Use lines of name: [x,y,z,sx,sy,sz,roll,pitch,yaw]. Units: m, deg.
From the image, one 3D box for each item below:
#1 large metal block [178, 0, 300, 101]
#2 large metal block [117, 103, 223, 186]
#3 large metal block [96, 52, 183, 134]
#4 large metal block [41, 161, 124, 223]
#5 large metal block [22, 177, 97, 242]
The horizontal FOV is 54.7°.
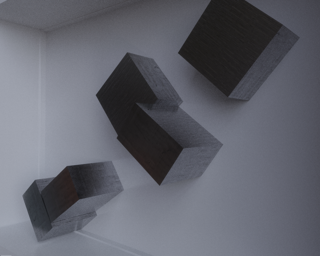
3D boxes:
large metal block: [0.079,-0.086,0.324,0.080,0.050,0.080,49,118,28]
large metal block: [0.012,0.016,0.360,0.080,0.081,0.050,44,116,30]
large metal block: [-0.030,-0.040,0.413,0.080,0.050,0.080,-46,62,30]
large metal block: [-0.116,0.094,0.464,0.080,0.081,0.050,-41,66,32]
large metal block: [-0.162,0.126,0.502,0.050,0.081,0.080,-44,64,31]
